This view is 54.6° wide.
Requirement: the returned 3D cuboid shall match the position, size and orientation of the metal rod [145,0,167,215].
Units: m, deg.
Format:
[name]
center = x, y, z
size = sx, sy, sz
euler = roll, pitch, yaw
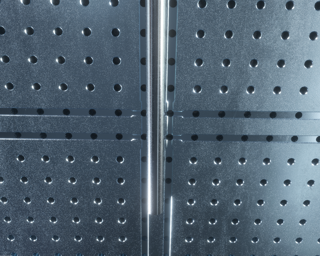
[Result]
[metal rod]
center = -0.006, -0.019, 0.407
size = 0.025, 0.025, 0.298
euler = 0, 110, 0
